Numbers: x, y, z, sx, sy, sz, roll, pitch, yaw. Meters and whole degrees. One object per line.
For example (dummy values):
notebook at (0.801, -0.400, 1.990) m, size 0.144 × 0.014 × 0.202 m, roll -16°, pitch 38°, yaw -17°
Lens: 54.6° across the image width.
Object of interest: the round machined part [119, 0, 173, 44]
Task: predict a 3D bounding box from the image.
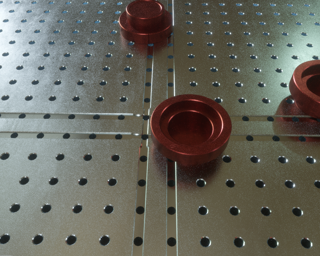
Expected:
round machined part at (-0.026, -0.199, 0.564) m, size 0.099 × 0.042 × 0.098 m, roll 0°, pitch 50°, yaw 0°

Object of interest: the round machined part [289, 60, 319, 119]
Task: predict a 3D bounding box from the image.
round machined part at (0.233, -0.050, 0.440) m, size 0.099 × 0.042 × 0.098 m, roll 0°, pitch 50°, yaw 0°

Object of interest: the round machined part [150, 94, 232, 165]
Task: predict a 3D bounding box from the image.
round machined part at (0.038, 0.006, 0.392) m, size 0.099 × 0.042 × 0.098 m, roll 0°, pitch 50°, yaw 0°
